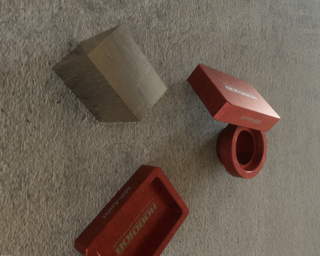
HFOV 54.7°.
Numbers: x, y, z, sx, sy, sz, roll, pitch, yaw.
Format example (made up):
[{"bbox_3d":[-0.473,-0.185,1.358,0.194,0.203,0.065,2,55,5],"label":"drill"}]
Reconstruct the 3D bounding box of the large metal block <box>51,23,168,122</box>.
[{"bbox_3d":[-0.053,-0.052,0.326,0.050,0.080,0.080,-53,121,-27],"label":"large metal block"}]

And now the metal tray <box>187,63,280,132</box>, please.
[{"bbox_3d":[0.111,-0.043,0.461,0.131,0.030,0.090,10,39,-40],"label":"metal tray"}]

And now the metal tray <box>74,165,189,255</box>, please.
[{"bbox_3d":[-0.028,0.120,0.380,0.131,0.030,0.090,-48,119,-30],"label":"metal tray"}]

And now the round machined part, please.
[{"bbox_3d":[0.129,0.031,0.505,0.099,0.042,0.097,0,90,-40],"label":"round machined part"}]
